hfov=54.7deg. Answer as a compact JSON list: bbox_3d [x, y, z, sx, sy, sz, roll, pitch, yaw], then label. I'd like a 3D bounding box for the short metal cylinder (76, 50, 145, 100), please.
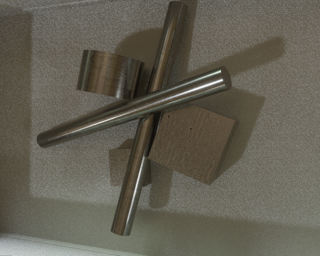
[{"bbox_3d":[-0.063,-0.067,0.403,0.080,0.080,0.050,13,94,19],"label":"short metal cylinder"}]

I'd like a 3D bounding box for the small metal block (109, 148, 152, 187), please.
[{"bbox_3d":[-0.041,0.053,0.424,0.050,0.025,0.050,-3,89,19],"label":"small metal block"}]

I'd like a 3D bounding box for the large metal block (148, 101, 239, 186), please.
[{"bbox_3d":[0.042,0.014,0.382,0.080,0.050,0.080,22,97,18],"label":"large metal block"}]

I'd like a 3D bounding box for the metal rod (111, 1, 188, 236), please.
[{"bbox_3d":[-0.013,-0.014,0.394,0.025,0.025,0.298,13,87,19],"label":"metal rod"}]

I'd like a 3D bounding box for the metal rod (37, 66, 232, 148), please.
[{"bbox_3d":[-0.055,-0.016,0.392,0.300,0.025,0.025,-16,85,32],"label":"metal rod"}]
